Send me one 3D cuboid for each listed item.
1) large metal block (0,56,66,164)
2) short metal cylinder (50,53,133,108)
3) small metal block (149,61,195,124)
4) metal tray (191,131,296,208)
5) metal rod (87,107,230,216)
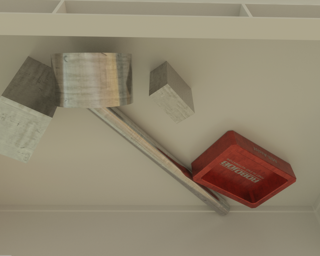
[{"bbox_3d":[-0.151,-0.021,0.353,0.050,0.080,0.080,26,125,-21],"label":"large metal block"},{"bbox_3d":[-0.068,-0.051,0.320,0.081,0.080,0.050,-1,101,0],"label":"short metal cylinder"},{"bbox_3d":[0.014,-0.041,0.358,0.025,0.050,0.050,-32,124,23],"label":"small metal block"},{"bbox_3d":[0.124,0.066,0.464,0.131,0.030,0.090,28,125,-23],"label":"metal tray"},{"bbox_3d":[0.013,0.052,0.453,0.025,0.025,0.300,-33,123,24],"label":"metal rod"}]
